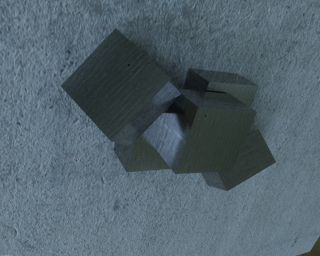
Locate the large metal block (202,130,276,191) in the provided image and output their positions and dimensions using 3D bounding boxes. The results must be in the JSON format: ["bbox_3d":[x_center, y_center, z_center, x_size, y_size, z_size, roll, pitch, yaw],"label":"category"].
[{"bbox_3d":[0.105,0.046,0.452,0.080,0.080,0.050,-28,90,-11],"label":"large metal block"}]

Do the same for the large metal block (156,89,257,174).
[{"bbox_3d":[0.051,0.004,0.357,0.081,0.050,0.079,2,118,-30],"label":"large metal block"}]

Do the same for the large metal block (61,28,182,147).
[{"bbox_3d":[-0.038,-0.039,0.320,0.080,0.080,0.050,-46,163,3],"label":"large metal block"}]

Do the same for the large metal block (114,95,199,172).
[{"bbox_3d":[-0.006,0.006,0.391,0.081,0.050,0.079,0,119,-29],"label":"large metal block"}]

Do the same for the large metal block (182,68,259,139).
[{"bbox_3d":[0.073,-0.031,0.415,0.081,0.050,0.079,0,119,-29],"label":"large metal block"}]
